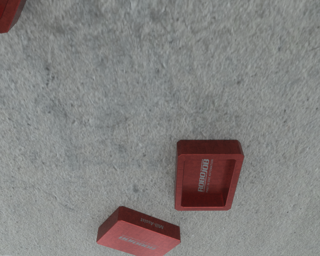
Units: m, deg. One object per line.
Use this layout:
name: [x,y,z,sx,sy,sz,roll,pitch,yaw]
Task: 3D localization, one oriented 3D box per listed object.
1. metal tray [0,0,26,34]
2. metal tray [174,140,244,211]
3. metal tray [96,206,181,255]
metal tray: [-0.151,-0.159,0.265,0.090,0.030,0.129,28,124,-23]
metal tray: [0.069,0.075,0.468,0.091,0.030,0.129,0,130,-1]
metal tray: [-0.039,0.198,0.572,0.131,0.030,0.090,26,125,-21]
